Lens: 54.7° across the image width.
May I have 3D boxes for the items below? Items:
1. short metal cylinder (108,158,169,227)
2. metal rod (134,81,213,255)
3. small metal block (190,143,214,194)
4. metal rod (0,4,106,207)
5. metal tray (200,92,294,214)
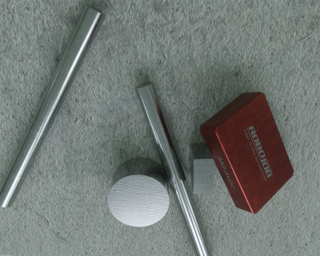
[{"bbox_3d":[-0.028,0.088,0.428,0.081,0.050,0.079,0,110,0],"label":"short metal cylinder"},{"bbox_3d":[0.026,0.079,0.438,0.025,0.025,0.298,-17,109,6],"label":"metal rod"},{"bbox_3d":[0.055,0.053,0.416,0.025,0.050,0.050,-2,110,1],"label":"small metal block"},{"bbox_3d":[-0.149,-0.016,0.402,0.025,0.025,0.298,29,107,-10],"label":"metal rod"},{"bbox_3d":[0.114,0.031,0.395,0.091,0.030,0.130,-36,110,-24],"label":"metal tray"}]
